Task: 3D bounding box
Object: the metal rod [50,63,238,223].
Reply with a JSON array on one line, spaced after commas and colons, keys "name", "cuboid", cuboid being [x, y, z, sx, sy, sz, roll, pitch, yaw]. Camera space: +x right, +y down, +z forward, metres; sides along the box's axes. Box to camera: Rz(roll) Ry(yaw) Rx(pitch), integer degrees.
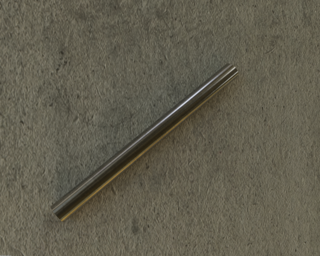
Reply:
[{"name": "metal rod", "cuboid": [-0.009, 0.009, 0.405, 0.301, 0.025, 0.025, -39, 103, -16]}]
